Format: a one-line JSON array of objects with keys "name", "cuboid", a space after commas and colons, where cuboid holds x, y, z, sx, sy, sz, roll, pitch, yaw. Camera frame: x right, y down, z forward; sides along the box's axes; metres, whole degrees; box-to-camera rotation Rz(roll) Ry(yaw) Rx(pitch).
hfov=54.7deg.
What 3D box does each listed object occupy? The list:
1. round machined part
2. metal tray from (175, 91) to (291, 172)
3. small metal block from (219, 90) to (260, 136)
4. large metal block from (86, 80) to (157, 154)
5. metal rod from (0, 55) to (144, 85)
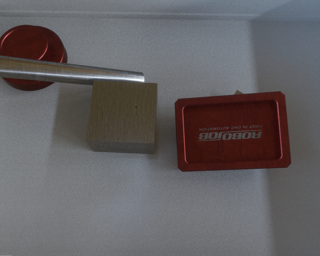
[{"name": "round machined part", "cuboid": [-0.186, -0.105, 0.437, 0.099, 0.042, 0.098, 0, 70, -1]}, {"name": "metal tray", "cuboid": [0.087, 0.006, 0.383, 0.131, 0.030, 0.089, -4, 84, 9]}, {"name": "small metal block", "cuboid": [0.110, -0.015, 0.416, 0.050, 0.025, 0.050, 33, 73, 11]}, {"name": "large metal block", "cuboid": [-0.045, -0.013, 0.400, 0.081, 0.050, 0.080, 3, 70, 0]}, {"name": "metal rod", "cuboid": [-0.163, -0.071, 0.369, 0.303, 0.025, 0.025, 2, 68, -26]}]
